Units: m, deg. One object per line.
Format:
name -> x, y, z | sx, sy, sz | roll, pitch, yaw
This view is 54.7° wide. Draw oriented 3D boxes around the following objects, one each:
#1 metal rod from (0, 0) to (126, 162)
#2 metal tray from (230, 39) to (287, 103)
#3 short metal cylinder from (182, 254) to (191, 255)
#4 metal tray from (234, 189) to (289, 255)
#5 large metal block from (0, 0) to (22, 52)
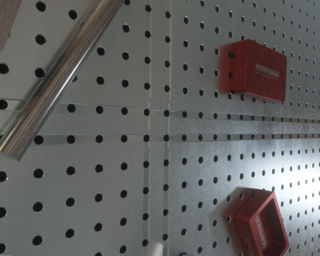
metal rod -> -0.080, -0.100, 0.341 | 0.025, 0.025, 0.300 | 40, 66, -33
metal tray -> 0.180, -0.098, 0.557 | 0.131, 0.030, 0.089 | 6, 86, -40
short metal cylinder -> 0.061, 0.213, 0.425 | 0.080, 0.080, 0.050 | 34, 69, -35
metal tray -> 0.188, 0.189, 0.563 | 0.091, 0.030, 0.129 | -33, 111, -35
large metal block -> -0.164, -0.114, 0.255 | 0.080, 0.050, 0.080 | 23, 76, -38
